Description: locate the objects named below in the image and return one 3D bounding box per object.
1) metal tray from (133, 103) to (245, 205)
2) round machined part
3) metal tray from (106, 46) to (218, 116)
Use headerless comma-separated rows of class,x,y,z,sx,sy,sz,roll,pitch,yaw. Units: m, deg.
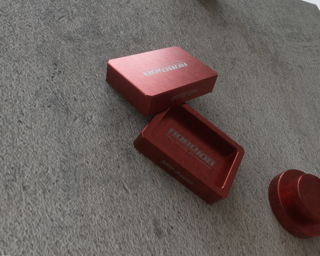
metal tray,0.042,0.026,0.408,0.130,0.030,0.090,38,51,-3
round machined part,0.209,0.104,0.445,0.099,0.042,0.098,14,56,-21
metal tray,0.004,-0.070,0.426,0.131,0.030,0.090,-23,52,-36
